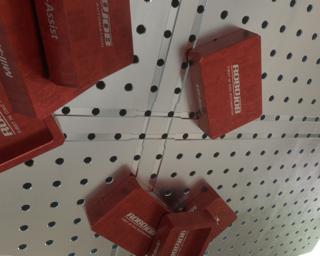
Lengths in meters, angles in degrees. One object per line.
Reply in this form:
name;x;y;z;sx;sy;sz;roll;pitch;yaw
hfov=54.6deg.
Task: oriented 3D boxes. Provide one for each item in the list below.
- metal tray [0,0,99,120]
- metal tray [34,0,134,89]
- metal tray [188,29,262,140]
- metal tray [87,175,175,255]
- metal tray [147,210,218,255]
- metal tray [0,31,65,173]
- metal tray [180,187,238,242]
metal tray;-0.101;-0.084;0.269;0.090;0.030;0.129;-48;142;-45
metal tray;-0.062;-0.109;0.266;0.090;0.030;0.129;-44;138;-52
metal tray;0.093;-0.056;0.423;0.090;0.030;0.129;-25;128;-13
metal tray;-0.035;0.139;0.474;0.090;0.030;0.130;-41;129;0
metal tray;0.031;0.196;0.505;0.091;0.030;0.129;4;116;-31
metal tray;-0.163;-0.021;0.305;0.090;0.030;0.129;-26;128;-12
metal tray;0.066;0.174;0.551;0.130;0.030;0.090;-41;129;0
